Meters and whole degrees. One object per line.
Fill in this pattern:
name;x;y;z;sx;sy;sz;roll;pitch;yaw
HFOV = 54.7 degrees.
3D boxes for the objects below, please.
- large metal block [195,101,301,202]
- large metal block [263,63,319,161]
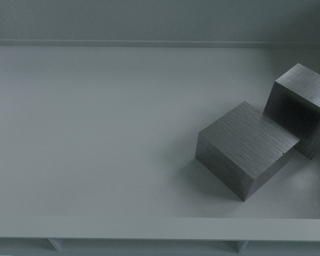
large metal block;0.101;0.025;0.368;0.080;0.050;0.080;-33;57;-24
large metal block;0.181;-0.020;0.387;0.050;0.080;0.080;-35;58;-25
